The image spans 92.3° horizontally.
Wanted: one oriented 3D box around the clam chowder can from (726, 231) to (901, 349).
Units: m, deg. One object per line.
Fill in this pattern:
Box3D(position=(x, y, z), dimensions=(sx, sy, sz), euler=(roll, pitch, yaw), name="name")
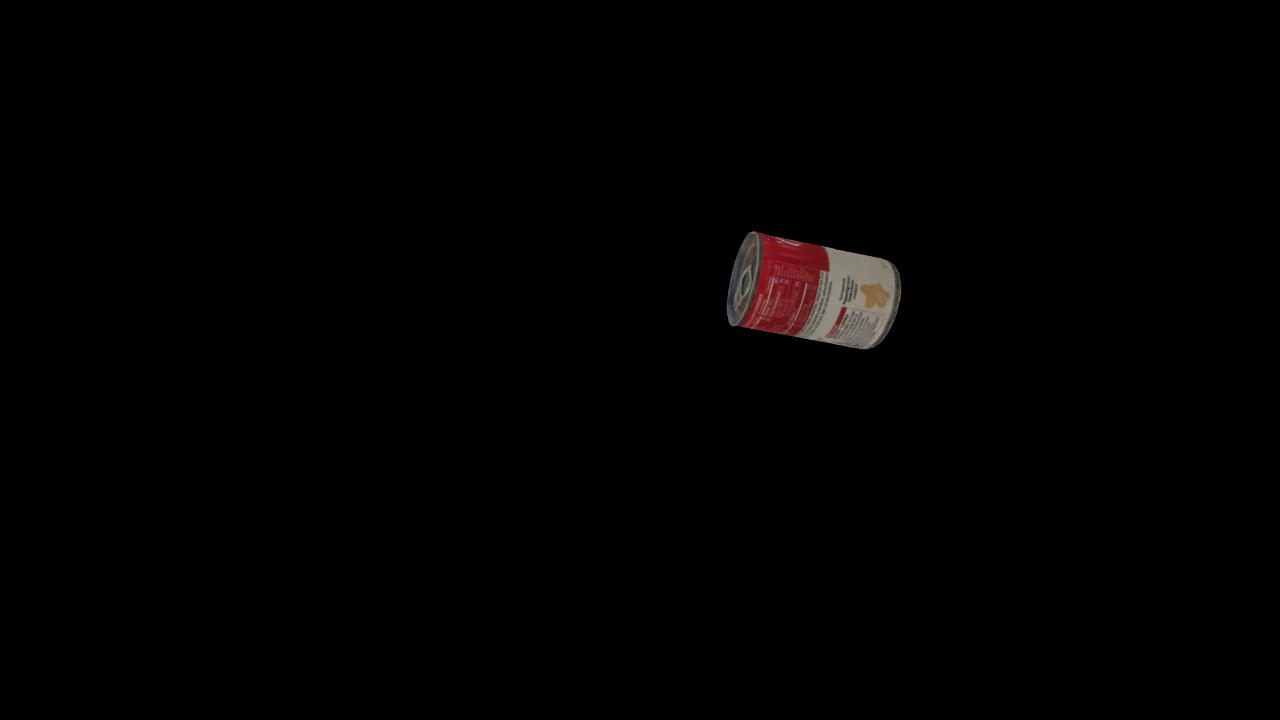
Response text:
Box3D(position=(0.120, -0.048, 0.435), dimensions=(0.102, 0.068, 0.068), euler=(11, -1, -6), name="clam chowder can")
